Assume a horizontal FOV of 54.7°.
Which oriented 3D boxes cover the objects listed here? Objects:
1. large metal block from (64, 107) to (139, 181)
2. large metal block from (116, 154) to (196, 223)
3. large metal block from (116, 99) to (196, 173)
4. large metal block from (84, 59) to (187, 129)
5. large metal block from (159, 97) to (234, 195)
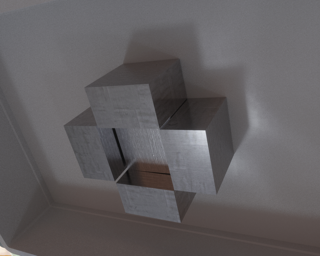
[{"bbox_3d":[-0.071,0.013,0.418,0.050,0.080,0.080,1,119,28],"label":"large metal block"},{"bbox_3d":[0.002,0.074,0.416,0.080,0.080,0.050,2,119,27],"label":"large metal block"},{"bbox_3d":[-0.005,0.010,0.398,0.080,0.050,0.080,1,119,28],"label":"large metal block"},{"bbox_3d":[-0.024,-0.040,0.359,0.080,0.080,0.050,1,119,28],"label":"large metal block"},{"bbox_3d":[0.047,0.018,0.358,0.050,0.080,0.080,1,119,28],"label":"large metal block"}]
